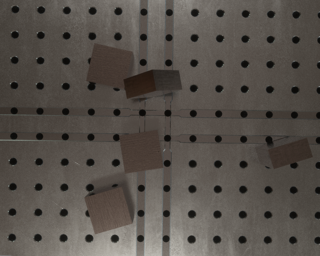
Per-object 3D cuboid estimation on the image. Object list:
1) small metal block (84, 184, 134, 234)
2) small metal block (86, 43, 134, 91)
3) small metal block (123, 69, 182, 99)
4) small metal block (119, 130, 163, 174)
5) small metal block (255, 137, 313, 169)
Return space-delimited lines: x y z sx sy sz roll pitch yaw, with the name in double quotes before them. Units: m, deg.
"small metal block" -0.067 0.107 0.413 0.050 0.025 0.050 -16 90 -1
"small metal block" -0.066 -0.080 0.412 0.050 0.025 0.050 12 90 -1
"small metal block" -0.009 -0.055 0.390 0.050 0.050 0.025 -10 91 41
"small metal block" -0.024 0.031 0.413 0.050 0.025 0.050 -9 90 -1
"small metal block" 0.159 0.031 0.403 0.050 0.050 0.025 -17 90 0
